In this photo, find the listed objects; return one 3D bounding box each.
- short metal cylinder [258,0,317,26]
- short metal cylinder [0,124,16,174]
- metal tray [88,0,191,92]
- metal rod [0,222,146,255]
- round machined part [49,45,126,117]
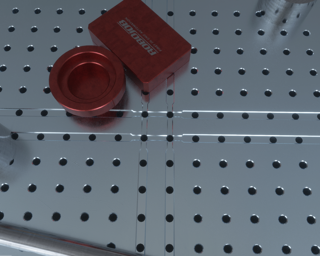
[{"bbox_3d":[0.198,-0.205,0.474,0.081,0.050,0.080,0,70,0],"label":"short metal cylinder"},{"bbox_3d":[-0.232,0.022,0.389,0.081,0.050,0.080,0,70,0],"label":"short metal cylinder"},{"bbox_3d":[-0.030,-0.126,0.455,0.090,0.030,0.130,-41,75,-14],"label":"metal tray"},{"bbox_3d":[-0.066,0.149,0.356,0.302,0.025,0.025,12,71,4],"label":"metal rod"},{"bbox_3d":[-0.095,-0.060,0.424,0.099,0.042,0.098,0,70,0],"label":"round machined part"}]
